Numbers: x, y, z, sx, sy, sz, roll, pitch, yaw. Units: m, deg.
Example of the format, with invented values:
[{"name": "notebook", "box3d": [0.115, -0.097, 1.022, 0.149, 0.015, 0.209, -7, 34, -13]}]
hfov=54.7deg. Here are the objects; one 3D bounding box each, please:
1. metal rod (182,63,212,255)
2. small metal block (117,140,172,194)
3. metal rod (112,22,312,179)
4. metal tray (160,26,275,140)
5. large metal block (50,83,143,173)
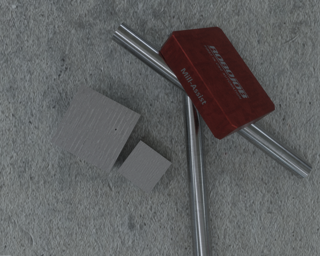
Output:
[{"name": "metal rod", "box3d": [0.048, 0.047, 0.410, 0.025, 0.025, 0.298, -4, 90, -1]}, {"name": "small metal block", "box3d": [-0.020, 0.050, 0.410, 0.050, 0.025, 0.050, 37, 90, -1]}, {"name": "metal rod", "box3d": [0.071, -0.029, 0.390, 0.301, 0.025, 0.025, 35, 90, -9]}, {"name": "metal tray", "box3d": [0.070, -0.059, 0.370, 0.091, 0.030, 0.130, -21, 75, -39]}, {"name": "large metal block", "box3d": [-0.078, 0.000, 0.396, 0.080, 0.050, 0.080, 28, 90, -1]}]
